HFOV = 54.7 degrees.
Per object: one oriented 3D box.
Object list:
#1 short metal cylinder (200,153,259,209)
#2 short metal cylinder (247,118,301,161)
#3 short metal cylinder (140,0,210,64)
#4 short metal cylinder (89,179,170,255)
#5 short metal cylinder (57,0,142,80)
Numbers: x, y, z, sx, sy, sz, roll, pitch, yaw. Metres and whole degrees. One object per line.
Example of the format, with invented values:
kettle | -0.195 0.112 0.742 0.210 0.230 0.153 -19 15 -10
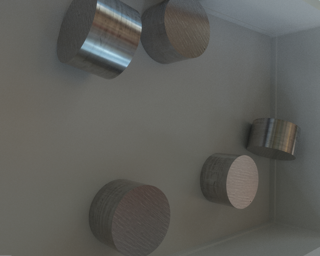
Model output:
short metal cylinder | 0.108 0.080 0.481 0.081 0.050 0.080 0 90 -40
short metal cylinder | 0.196 0.021 0.535 0.080 0.080 0.050 26 74 -37
short metal cylinder | 0.020 -0.128 0.406 0.081 0.050 0.080 0 90 -40
short metal cylinder | -0.035 0.103 0.361 0.081 0.050 0.080 0 90 -40
short metal cylinder | -0.064 -0.096 0.317 0.050 0.080 0.080 17 79 -39
